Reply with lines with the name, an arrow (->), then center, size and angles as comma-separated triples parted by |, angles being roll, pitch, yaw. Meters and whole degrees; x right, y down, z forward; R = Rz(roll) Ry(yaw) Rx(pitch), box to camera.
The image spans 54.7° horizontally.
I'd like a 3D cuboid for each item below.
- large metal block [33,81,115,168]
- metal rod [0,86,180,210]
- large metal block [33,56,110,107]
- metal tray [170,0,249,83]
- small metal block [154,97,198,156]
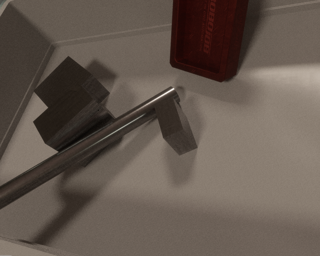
large metal block -> -0.109, -0.003, 0.428 | 0.080, 0.080, 0.050 | -43, 51, -2
metal rod -> -0.106, 0.031, 0.398 | 0.301, 0.025, 0.025 | -31, 51, -10
large metal block -> -0.142, -0.058, 0.497 | 0.080, 0.050, 0.080 | -47, 52, -5
metal tray -> 0.059, -0.133, 0.392 | 0.090, 0.129, 0.030 | 25, 37, 34
small metal block -> 0.020, -0.001, 0.379 | 0.025, 0.050, 0.050 | -25, 53, 13
